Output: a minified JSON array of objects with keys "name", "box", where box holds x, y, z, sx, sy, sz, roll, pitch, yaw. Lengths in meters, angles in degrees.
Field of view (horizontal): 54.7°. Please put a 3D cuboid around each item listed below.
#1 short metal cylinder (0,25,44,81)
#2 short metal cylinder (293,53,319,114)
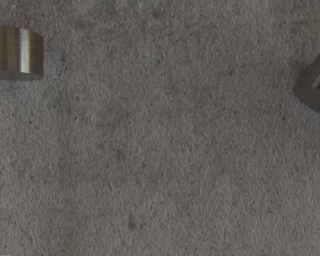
[{"name":"short metal cylinder","box":[-0.186,-0.089,0.380,0.081,0.080,0.050,0,90,-1]},{"name":"short metal cylinder","box":[0.218,-0.050,0.385,0.080,0.080,0.050,36,90,-1]}]
